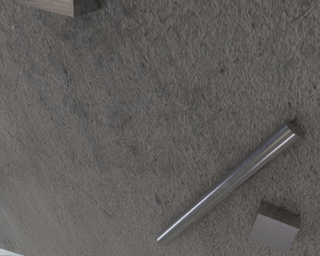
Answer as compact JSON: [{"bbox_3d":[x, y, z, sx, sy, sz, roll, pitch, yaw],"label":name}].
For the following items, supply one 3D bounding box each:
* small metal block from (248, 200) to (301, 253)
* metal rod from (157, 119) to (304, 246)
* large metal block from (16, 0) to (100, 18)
[{"bbox_3d":[0.150,0.130,0.408,0.050,0.025,0.050,19,126,17],"label":"small metal block"},{"bbox_3d":[0.075,0.093,0.424,0.025,0.025,0.298,38,129,2],"label":"metal rod"},{"bbox_3d":[-0.114,-0.176,0.342,0.080,0.050,0.079,19,126,17],"label":"large metal block"}]
